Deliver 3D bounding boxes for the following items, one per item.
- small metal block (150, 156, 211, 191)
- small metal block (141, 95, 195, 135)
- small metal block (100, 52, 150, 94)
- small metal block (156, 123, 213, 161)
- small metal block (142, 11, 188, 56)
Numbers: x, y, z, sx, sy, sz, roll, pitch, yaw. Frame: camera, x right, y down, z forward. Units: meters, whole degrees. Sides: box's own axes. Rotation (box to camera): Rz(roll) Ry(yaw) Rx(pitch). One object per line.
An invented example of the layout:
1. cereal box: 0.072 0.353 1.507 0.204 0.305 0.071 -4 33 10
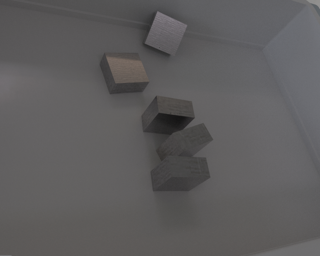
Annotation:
1. small metal block: 0.023 0.055 0.368 0.050 0.050 0.025 5 60 -26
2. small metal block: 0.009 -0.015 0.403 0.050 0.050 0.025 7 59 -25
3. small metal block: -0.049 -0.076 0.425 0.050 0.025 0.050 -8 66 -32
4. small metal block: 0.030 0.022 0.392 0.050 0.050 0.025 -17 71 -35
5. small metal block: 0.007 -0.145 0.479 0.050 0.050 0.025 19 13 -17
